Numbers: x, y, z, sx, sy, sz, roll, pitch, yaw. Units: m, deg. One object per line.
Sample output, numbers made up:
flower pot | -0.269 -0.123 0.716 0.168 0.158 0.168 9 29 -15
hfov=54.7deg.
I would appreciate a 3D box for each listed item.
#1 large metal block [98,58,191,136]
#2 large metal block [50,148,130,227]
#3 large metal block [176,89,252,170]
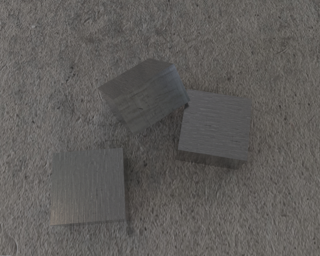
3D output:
large metal block | -0.022 -0.043 0.387 0.080 0.080 0.050 -33 116 -11
large metal block | -0.080 0.072 0.368 0.081 0.050 0.080 -4 70 -2
large metal block | 0.067 0.003 0.394 0.080 0.050 0.080 9 70 3
